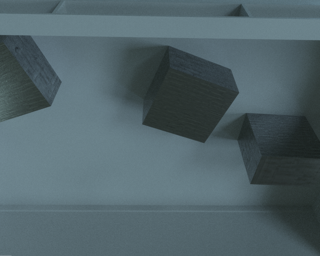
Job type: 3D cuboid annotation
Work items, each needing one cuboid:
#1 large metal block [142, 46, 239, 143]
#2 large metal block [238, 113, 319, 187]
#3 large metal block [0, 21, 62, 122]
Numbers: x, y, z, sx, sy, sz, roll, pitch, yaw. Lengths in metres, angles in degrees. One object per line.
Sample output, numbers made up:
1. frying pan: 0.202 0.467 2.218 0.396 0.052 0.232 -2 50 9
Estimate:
1. large metal block: 0.032 -0.037 0.362 0.081 0.050 0.079 17 128 -15
2. large metal block: 0.153 0.027 0.398 0.081 0.080 0.050 3 130 -3
3. large metal block: -0.171 -0.058 0.341 0.080 0.050 0.080 -16 129 12
